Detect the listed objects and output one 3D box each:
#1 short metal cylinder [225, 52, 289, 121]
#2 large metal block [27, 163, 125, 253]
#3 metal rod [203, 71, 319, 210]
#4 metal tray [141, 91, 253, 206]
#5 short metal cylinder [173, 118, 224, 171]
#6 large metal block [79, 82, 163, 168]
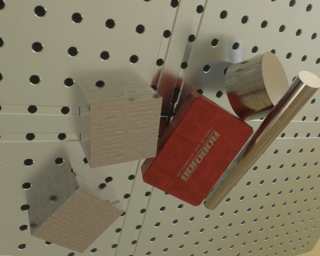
[{"bbox_3d":[0.129,-0.053,0.406,0.080,0.050,0.080,17,67,-44],"label":"short metal cylinder"},{"bbox_3d":[-0.108,0.105,0.401,0.080,0.050,0.080,-45,129,3],"label":"large metal block"},{"bbox_3d":[0.121,0.041,0.430,0.025,0.025,0.298,-10,146,-23],"label":"metal rod"},{"bbox_3d":[0.046,0.029,0.403,0.090,0.030,0.129,29,103,-17],"label":"metal tray"},{"bbox_3d":[0.057,0.021,0.439,0.081,0.050,0.079,-14,124,-21],"label":"short metal cylinder"},{"bbox_3d":[-0.048,-0.006,0.365,0.081,0.050,0.079,-8,122,-24],"label":"large metal block"}]
